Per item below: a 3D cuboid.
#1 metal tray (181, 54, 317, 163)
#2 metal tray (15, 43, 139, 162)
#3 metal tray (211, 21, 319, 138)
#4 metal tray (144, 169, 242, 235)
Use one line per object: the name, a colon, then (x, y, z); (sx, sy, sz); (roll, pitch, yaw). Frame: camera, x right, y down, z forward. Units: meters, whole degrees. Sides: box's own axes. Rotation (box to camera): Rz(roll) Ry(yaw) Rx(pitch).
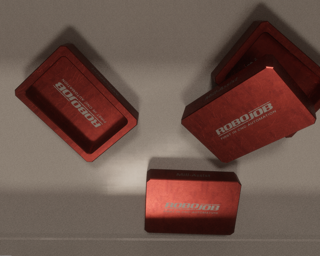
metal tray: (0.102, -0.017, 0.373); (0.090, 0.030, 0.130); (43, 129, -19)
metal tray: (-0.102, -0.030, 0.396); (0.090, 0.030, 0.130); (-40, 106, 13)
metal tray: (0.142, -0.059, 0.388); (0.130, 0.030, 0.090); (35, 106, -13)
metal tray: (0.045, 0.108, 0.449); (0.131, 0.030, 0.089); (2, 110, -2)
